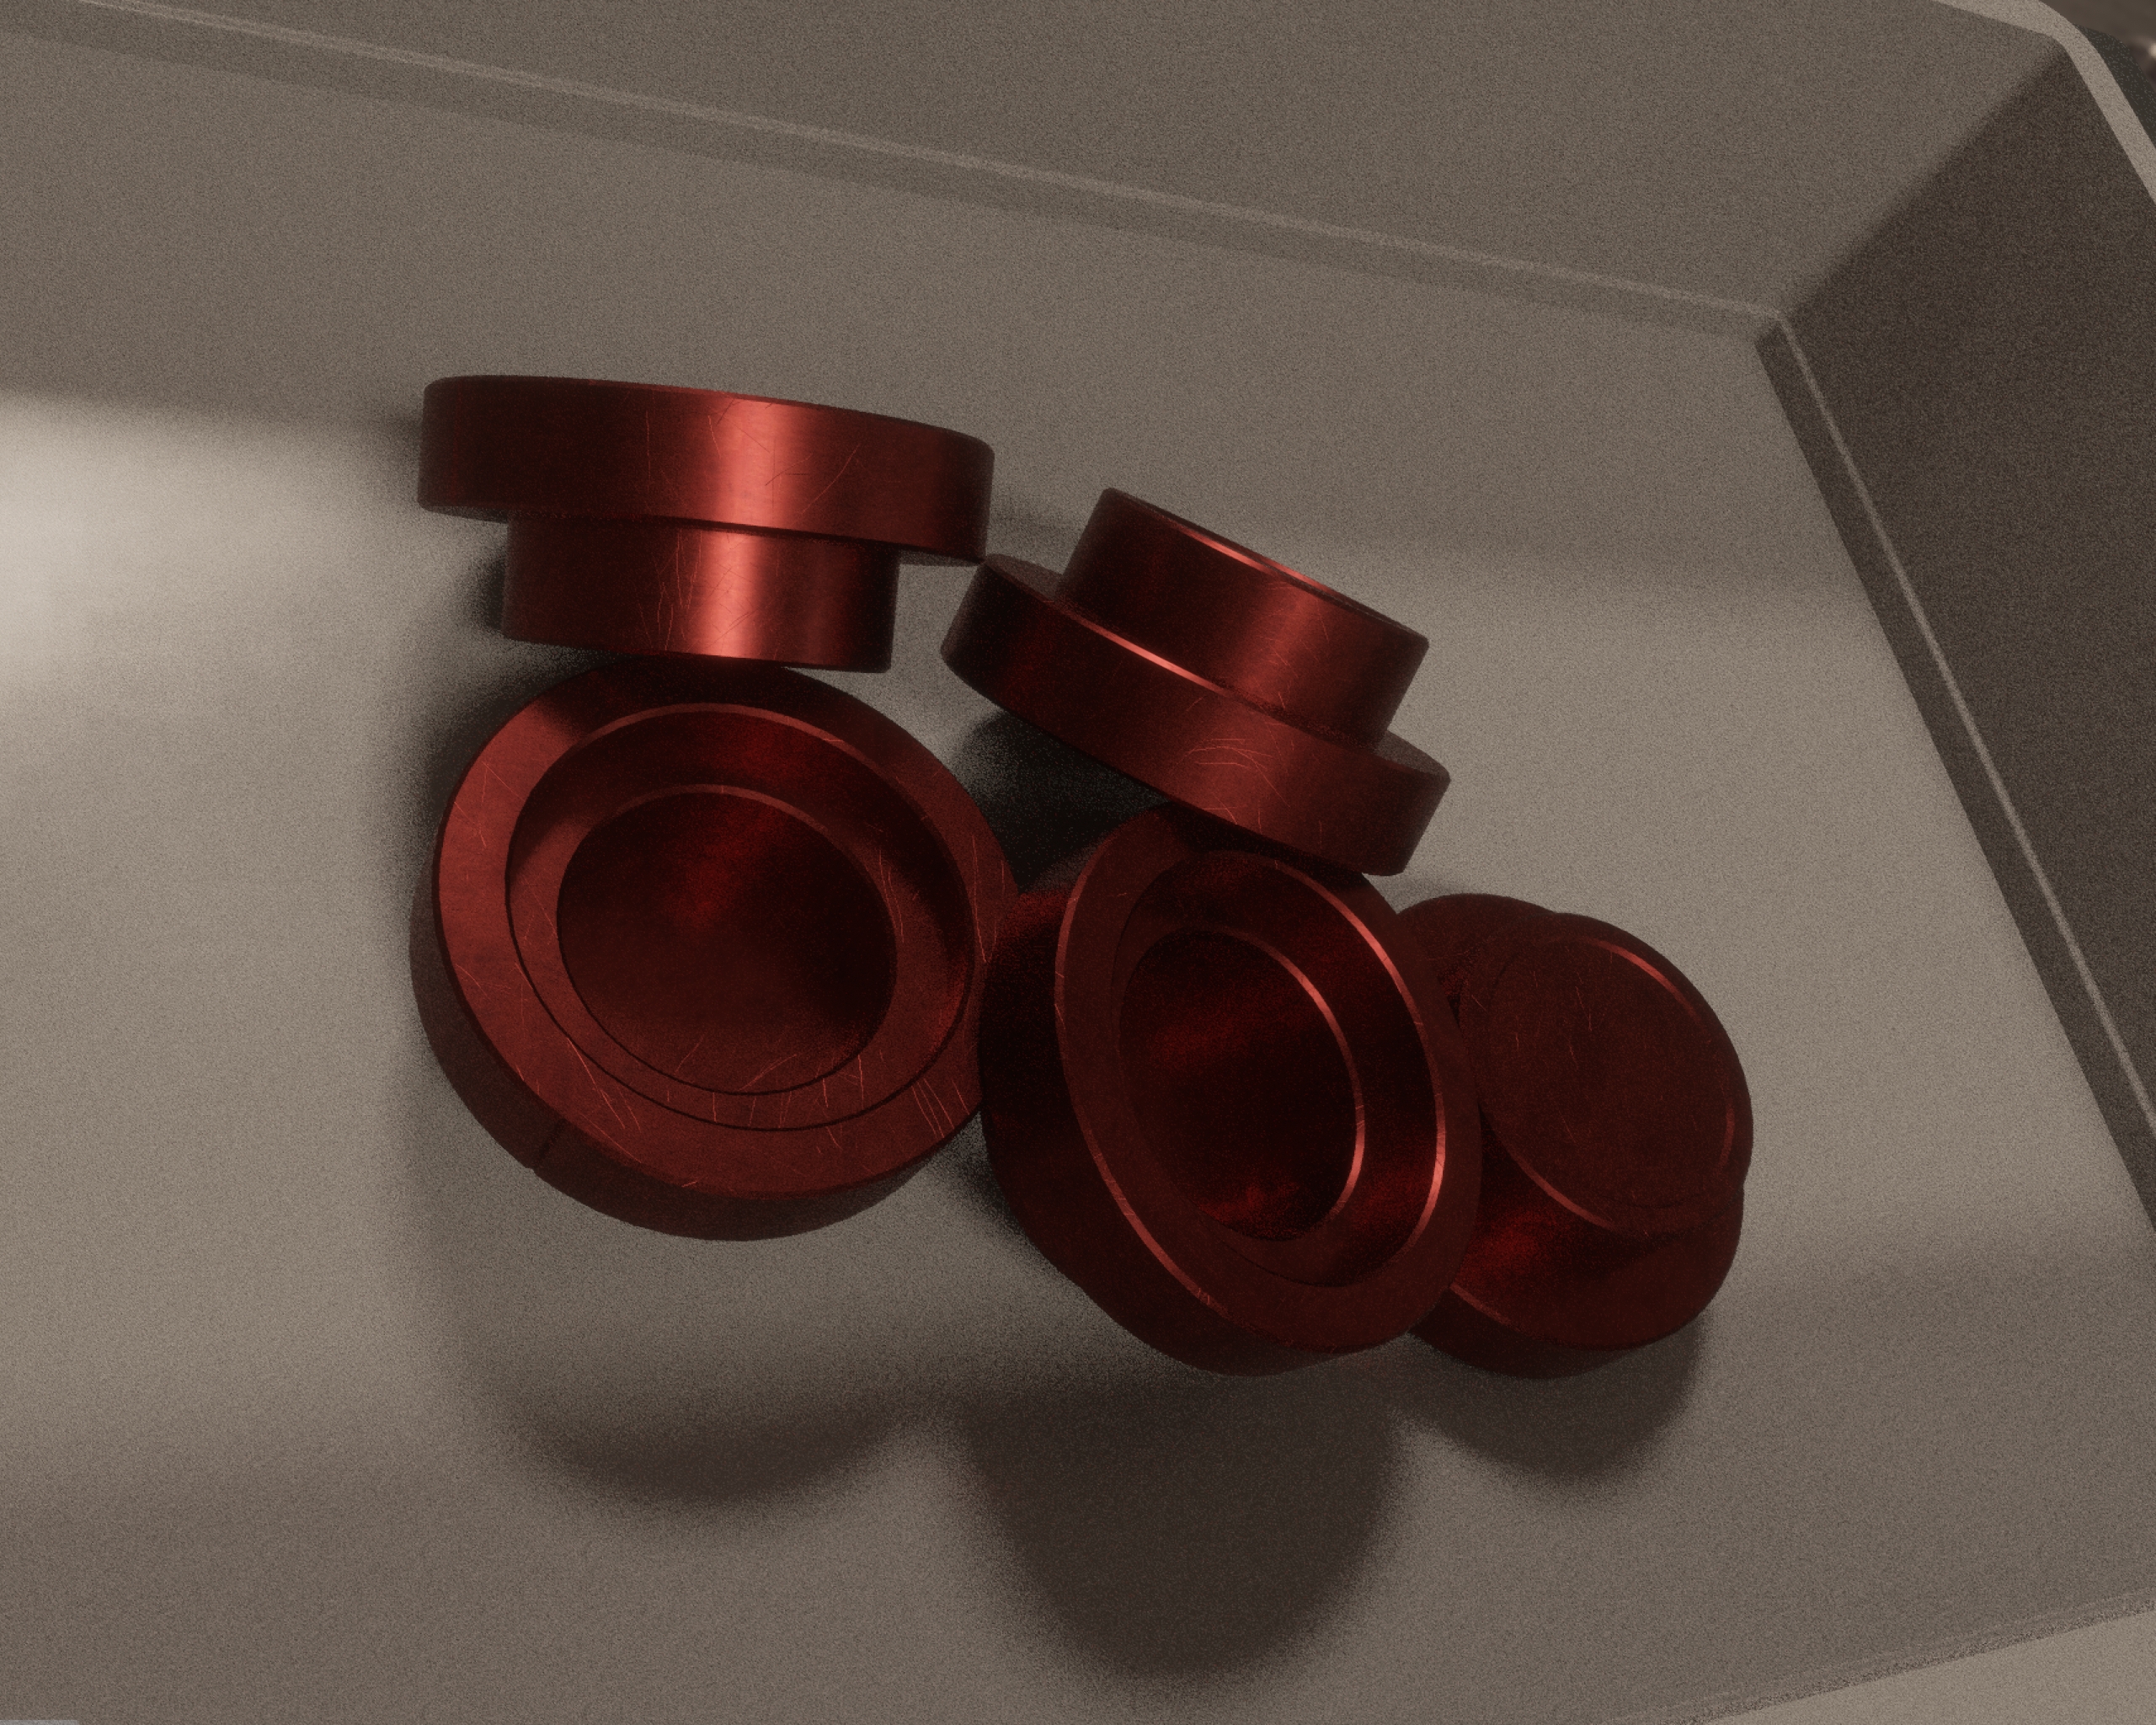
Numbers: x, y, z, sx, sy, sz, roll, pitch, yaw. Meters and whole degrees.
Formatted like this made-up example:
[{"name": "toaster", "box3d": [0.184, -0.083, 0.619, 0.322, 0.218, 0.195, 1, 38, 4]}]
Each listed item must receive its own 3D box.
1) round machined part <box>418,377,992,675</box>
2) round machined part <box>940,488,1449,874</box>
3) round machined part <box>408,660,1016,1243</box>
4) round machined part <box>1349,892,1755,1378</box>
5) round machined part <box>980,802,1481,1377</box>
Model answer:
[{"name": "round machined part", "box3d": [-0.066, -0.057, 0.370, 0.099, 0.098, 0.042, 2, 96, -27]}, {"name": "round machined part", "box3d": [0.027, -0.038, 0.397, 0.098, 0.042, 0.098, 25, 11, -5]}, {"name": "round machined part", "box3d": [-0.061, 0.017, 0.349, 0.099, 0.042, 0.098, 14, 56, -21]}, {"name": "round machined part", "box3d": [0.094, 0.049, 0.415, 0.099, 0.042, 0.098, 14, 56, -21]}, {"name": "round machined part", "box3d": [0.022, 0.041, 0.366, 0.099, 0.042, 0.098, 21, 55, -34]}]
